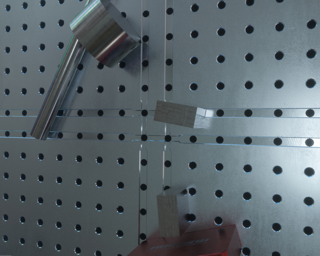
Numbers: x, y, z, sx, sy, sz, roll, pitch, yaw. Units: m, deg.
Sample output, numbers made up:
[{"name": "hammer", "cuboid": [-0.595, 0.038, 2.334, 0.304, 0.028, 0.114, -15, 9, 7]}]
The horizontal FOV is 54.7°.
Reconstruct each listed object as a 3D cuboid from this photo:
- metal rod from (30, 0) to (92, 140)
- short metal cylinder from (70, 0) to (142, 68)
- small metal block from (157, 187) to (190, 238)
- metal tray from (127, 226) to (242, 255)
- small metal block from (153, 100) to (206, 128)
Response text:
[{"name": "metal rod", "cuboid": [-0.121, -0.119, 0.453, 0.025, 0.025, 0.298, 29, 99, 17]}, {"name": "short metal cylinder", "cuboid": [-0.070, -0.126, 0.407, 0.050, 0.080, 0.080, -38, 78, 16]}, {"name": "small metal block", "cuboid": [0.018, 0.105, 0.392, 0.025, 0.050, 0.050, -5, 88, 20]}, {"name": "metal tray", "cuboid": [0.025, 0.154, 0.368, 0.130, 0.090, 0.030, -16, 85, 19]}, {"name": "small metal block", "cuboid": [0.026, -0.017, 0.389, 0.050, 0.050, 0.025, 12, 94, 19]}]
